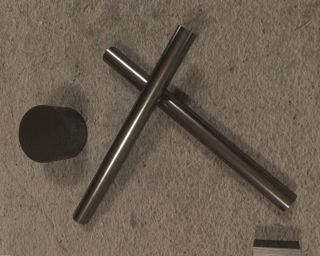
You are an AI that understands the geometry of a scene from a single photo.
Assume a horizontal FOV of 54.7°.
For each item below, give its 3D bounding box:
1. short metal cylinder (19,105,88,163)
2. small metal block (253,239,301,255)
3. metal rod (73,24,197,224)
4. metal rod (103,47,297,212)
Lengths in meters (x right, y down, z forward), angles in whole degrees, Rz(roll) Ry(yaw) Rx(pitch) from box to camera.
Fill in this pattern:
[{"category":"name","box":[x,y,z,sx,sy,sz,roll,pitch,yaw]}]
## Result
[{"category":"short metal cylinder","box":[-0.154,0.008,0.448,0.080,0.050,0.079,0,90,19]},{"category":"small metal block","box":[0.137,0.160,0.361,0.050,0.025,0.050,-5,89,19]},{"category":"metal rod","box":[-0.041,0.009,0.402,0.025,0.025,0.298,36,109,16]},{"category":"metal rod","box":[0.039,-0.008,0.394,0.300,0.025,0.025,41,103,15]}]
